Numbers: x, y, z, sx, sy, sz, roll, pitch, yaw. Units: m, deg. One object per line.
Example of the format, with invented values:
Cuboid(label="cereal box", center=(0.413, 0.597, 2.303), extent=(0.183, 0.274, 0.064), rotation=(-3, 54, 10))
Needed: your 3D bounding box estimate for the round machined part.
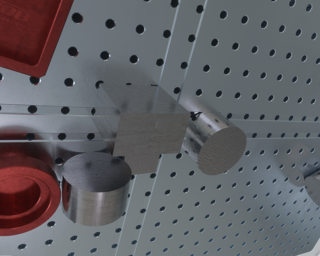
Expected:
Cuboid(label="round machined part", center=(-0.167, 0.072, 0.353), extent=(0.099, 0.042, 0.097), rotation=(-14, 124, -21))

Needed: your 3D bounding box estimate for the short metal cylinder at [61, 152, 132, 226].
Cuboid(label="short metal cylinder", center=(-0.078, 0.072, 0.377), extent=(0.081, 0.080, 0.050), rotation=(-3, 120, -27))

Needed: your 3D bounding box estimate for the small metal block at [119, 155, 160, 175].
Cuboid(label="small metal block", center=(-0.029, 0.035, 0.417), extent=(0.050, 0.025, 0.050), rotation=(-3, 120, -27))

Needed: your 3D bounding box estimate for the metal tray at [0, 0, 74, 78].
Cuboid(label="metal tray", center=(-0.150, -0.105, 0.260), extent=(0.131, 0.030, 0.089), rotation=(16, 110, -35))

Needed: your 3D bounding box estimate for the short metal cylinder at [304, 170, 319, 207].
Cuboid(label="short metal cylinder", center=(0.351, 0.125, 0.645), extent=(0.050, 0.080, 0.080), rotation=(-26, 128, -12))

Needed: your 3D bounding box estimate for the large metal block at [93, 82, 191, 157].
Cuboid(label="large metal block", center=(-0.024, -0.012, 0.355), extent=(0.081, 0.080, 0.050), rotation=(0, 119, -28))

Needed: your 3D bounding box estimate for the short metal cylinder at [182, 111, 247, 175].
Cuboid(label="short metal cylinder", center=(0.077, 0.022, 0.450), extent=(0.081, 0.050, 0.079), rotation=(-14, 124, -21))
